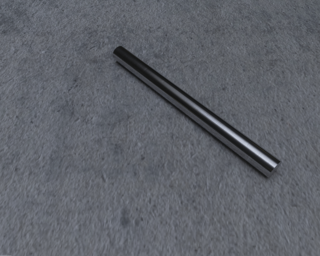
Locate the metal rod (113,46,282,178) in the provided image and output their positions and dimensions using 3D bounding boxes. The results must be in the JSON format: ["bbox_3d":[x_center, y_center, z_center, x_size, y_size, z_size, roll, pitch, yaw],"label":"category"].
[{"bbox_3d":[0.034,-0.037,0.434,0.025,0.025,0.300,-35,58,-26],"label":"metal rod"}]
